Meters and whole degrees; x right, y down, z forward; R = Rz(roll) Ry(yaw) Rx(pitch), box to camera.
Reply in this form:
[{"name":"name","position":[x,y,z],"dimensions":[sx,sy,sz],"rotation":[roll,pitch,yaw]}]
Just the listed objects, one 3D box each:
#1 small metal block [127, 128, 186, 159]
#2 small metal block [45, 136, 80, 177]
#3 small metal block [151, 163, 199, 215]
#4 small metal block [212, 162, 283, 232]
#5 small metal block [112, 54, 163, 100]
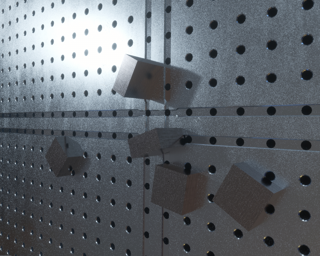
[{"name":"small metal block","position":[-0.004,0.019,0.394],"dimensions":[0.050,0.050,0.025],"rotation":[-22,76,37]},{"name":"small metal block","position":[-0.174,0.051,0.549],"dimensions":[0.050,0.025,0.050],"rotation":[50,119,28]},{"name":"small metal block","position":[0.018,0.076,0.393],"dimensions":[0.050,0.025,0.050],"rotation":[13,98,39]},{"name":"small metal block","position":[0.092,0.072,0.332],"dimensions":[0.050,0.025,0.050],"rotation":[38,113,33]},{"name":"small metal block","position":[-0.029,-0.067,0.415],"dimensions":[0.025,0.050,0.050],"rotation":[36,112,34]}]
